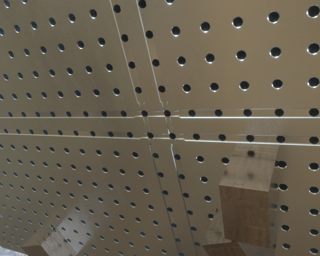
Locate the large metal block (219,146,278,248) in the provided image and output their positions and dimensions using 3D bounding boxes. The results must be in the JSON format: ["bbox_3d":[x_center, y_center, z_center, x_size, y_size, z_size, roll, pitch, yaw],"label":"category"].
[{"bbox_3d":[0.109,0.078,0.367,0.050,0.080,0.080,3,120,27],"label":"large metal block"}]

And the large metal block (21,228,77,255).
[{"bbox_3d":[-0.249,0.276,0.699,0.080,0.050,0.080,-20,108,35],"label":"large metal block"}]

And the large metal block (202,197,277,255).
[{"bbox_3d":[0.109,0.152,0.413,0.050,0.080,0.080,-23,106,37],"label":"large metal block"}]
